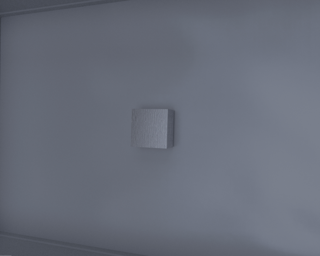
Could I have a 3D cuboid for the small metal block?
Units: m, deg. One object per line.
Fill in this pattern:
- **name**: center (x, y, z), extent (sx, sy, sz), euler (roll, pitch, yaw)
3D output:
- **small metal block**: center (-0.010, 0.000, 0.410), extent (0.050, 0.025, 0.050), euler (2, 91, 20)
